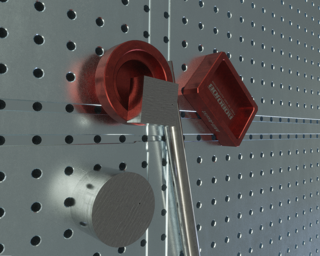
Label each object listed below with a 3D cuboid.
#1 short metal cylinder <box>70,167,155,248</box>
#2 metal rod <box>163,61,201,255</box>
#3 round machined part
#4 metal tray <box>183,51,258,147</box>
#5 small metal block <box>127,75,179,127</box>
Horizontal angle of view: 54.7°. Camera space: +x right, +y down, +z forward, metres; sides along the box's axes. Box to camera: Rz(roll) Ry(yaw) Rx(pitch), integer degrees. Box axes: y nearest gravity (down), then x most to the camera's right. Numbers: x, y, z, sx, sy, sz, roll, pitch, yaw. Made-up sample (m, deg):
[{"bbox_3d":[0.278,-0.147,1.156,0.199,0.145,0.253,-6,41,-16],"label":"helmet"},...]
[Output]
[{"bbox_3d":[-0.053,0.087,0.350,0.081,0.050,0.079,0,90,-40],"label":"short metal cylinder"},{"bbox_3d":[0.027,0.058,0.433,0.025,0.025,0.298,-15,100,-39],"label":"metal rod"},{"bbox_3d":[-0.034,-0.052,0.371,0.099,0.042,0.097,0,90,-40],"label":"round machined part"},{"bbox_3d":[0.101,-0.043,0.492,0.130,0.030,0.090,49,61,-29],"label":"metal tray"},{"bbox_3d":[-0.007,-0.028,0.350,0.050,0.025,0.050,7,86,-40],"label":"small metal block"}]
